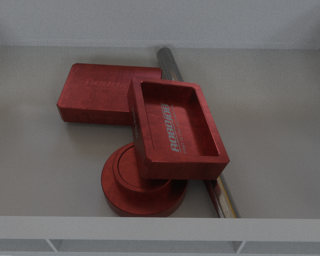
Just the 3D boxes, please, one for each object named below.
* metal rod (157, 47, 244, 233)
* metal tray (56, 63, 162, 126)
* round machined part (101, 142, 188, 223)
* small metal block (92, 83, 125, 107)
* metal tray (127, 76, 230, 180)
[{"bbox_3d":[0.041,-0.009,0.413,0.025,0.025,0.300,-10,51,-9],"label":"metal rod"},{"bbox_3d":[-0.065,-0.048,0.432,0.131,0.030,0.090,4,50,2],"label":"metal tray"},{"bbox_3d":[-0.017,0.052,0.350,0.099,0.042,0.098,0,50,0],"label":"round machined part"},{"bbox_3d":[-0.070,-0.043,0.440,0.050,0.025,0.050,-11,51,-10],"label":"small metal block"},{"bbox_3d":[0.015,-0.004,0.353,0.091,0.030,0.130,4,46,-19],"label":"metal tray"}]
